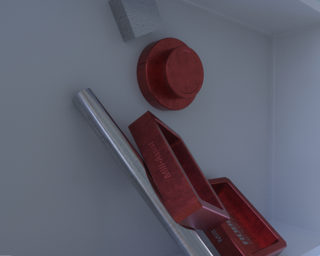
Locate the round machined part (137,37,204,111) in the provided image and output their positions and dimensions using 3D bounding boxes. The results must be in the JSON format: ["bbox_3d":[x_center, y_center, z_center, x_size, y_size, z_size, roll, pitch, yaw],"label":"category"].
[{"bbox_3d":[0.021,-0.072,0.415,0.099,0.042,0.097,0,90,-40],"label":"round machined part"}]

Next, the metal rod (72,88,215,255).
[{"bbox_3d":[0.004,0.083,0.326,0.025,0.025,0.299,-34,84,-35],"label":"metal rod"}]

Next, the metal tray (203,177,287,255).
[{"bbox_3d":[0.099,0.128,0.429,0.091,0.130,0.030,1,127,-40],"label":"metal tray"}]

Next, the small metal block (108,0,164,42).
[{"bbox_3d":[-0.028,-0.140,0.384,0.050,0.025,0.050,-33,111,-35],"label":"small metal block"}]

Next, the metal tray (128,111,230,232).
[{"bbox_3d":[0.021,0.049,0.353,0.030,0.130,0.090,-38,144,11],"label":"metal tray"}]
